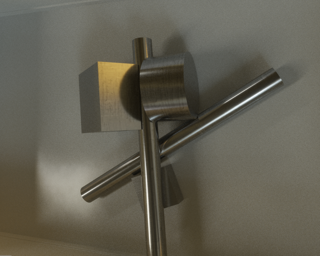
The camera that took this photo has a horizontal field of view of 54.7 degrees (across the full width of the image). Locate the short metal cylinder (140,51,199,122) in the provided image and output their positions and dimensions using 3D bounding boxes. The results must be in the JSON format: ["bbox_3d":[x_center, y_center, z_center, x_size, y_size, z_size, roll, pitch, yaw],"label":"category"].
[{"bbox_3d":[0.014,-0.048,0.373,0.050,0.080,0.080,-5,89,18],"label":"short metal cylinder"}]

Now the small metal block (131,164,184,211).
[{"bbox_3d":[-0.003,0.081,0.409,0.050,0.025,0.050,-22,83,18],"label":"small metal block"}]

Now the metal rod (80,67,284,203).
[{"bbox_3d":[0.016,0.018,0.402,0.300,0.025,0.025,-33,80,16],"label":"metal rod"}]

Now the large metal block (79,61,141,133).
[{"bbox_3d":[-0.067,-0.035,0.397,0.080,0.050,0.079,-5,88,60],"label":"large metal block"}]

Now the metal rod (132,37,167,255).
[{"bbox_3d":[-0.012,0.038,0.385,0.025,0.025,0.298,-5,87,19],"label":"metal rod"}]
